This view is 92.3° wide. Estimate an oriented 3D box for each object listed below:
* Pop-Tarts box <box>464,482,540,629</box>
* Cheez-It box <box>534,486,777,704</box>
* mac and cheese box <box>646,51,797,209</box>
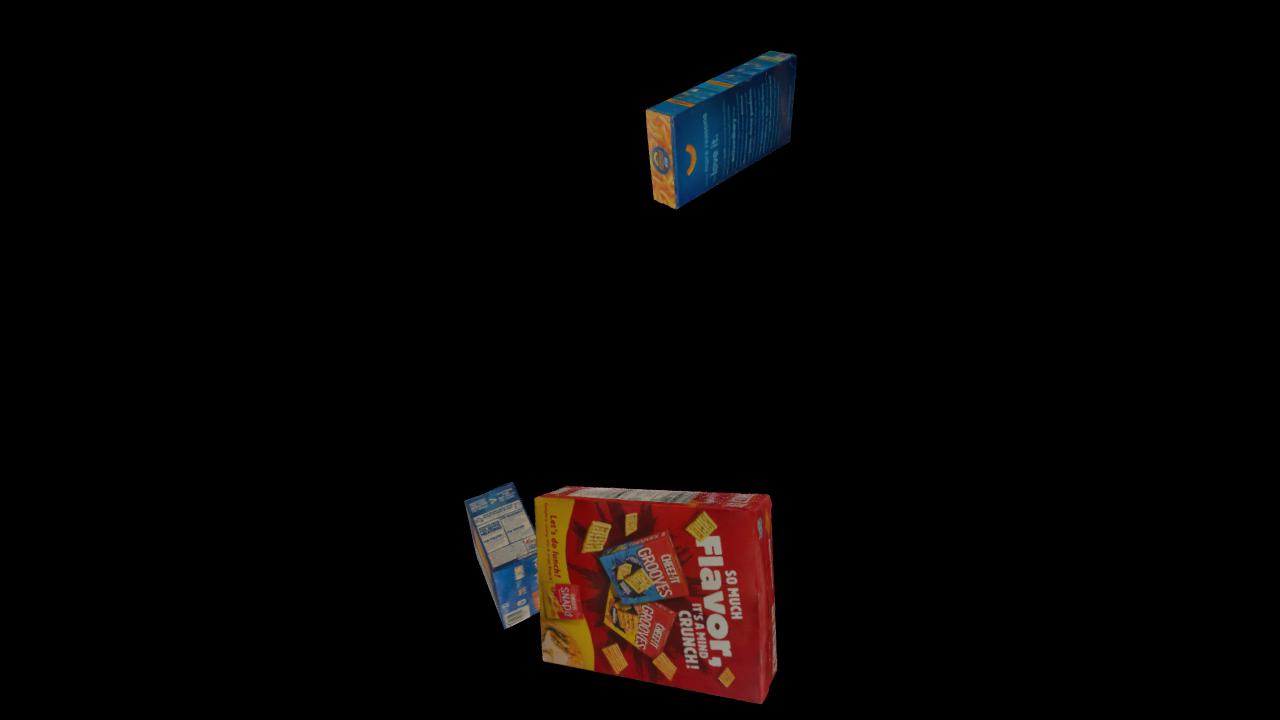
[{"bbox_3d":[-0.205,0.305,0.962,0.083,0.167,0.141,-18,45,-24],"label":"Pop-Tarts box"},{"bbox_3d":[0.012,0.209,0.582,0.223,0.166,0.071,-3,0,24],"label":"Cheez-It box"},{"bbox_3d":[0.085,-0.232,0.613,0.184,0.093,0.041,-36,51,-28],"label":"mac and cheese box"}]
